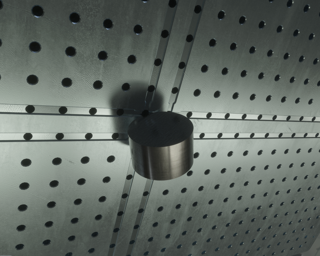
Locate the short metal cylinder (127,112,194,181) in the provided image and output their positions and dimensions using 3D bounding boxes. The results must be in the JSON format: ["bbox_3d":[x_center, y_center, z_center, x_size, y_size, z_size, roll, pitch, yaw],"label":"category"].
[{"bbox_3d":[0.002,0.021,0.391,0.081,0.080,0.050,-17,125,-19],"label":"short metal cylinder"}]
